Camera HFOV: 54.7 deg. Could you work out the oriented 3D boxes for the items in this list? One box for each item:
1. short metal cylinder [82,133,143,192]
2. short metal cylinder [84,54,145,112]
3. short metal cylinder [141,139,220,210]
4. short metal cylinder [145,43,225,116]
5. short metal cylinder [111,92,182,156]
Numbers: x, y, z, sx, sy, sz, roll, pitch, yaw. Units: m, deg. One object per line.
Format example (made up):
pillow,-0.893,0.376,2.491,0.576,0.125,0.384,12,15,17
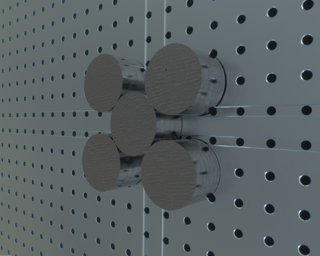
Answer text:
short metal cylinder,-0.066,0.047,0.444,0.080,0.050,0.079,0,90,39
short metal cylinder,-0.063,-0.061,0.442,0.080,0.050,0.079,0,90,39
short metal cylinder,0.024,0.053,0.371,0.080,0.050,0.079,0,90,39
short metal cylinder,0.029,-0.054,0.365,0.080,0.050,0.079,0,90,39
short metal cylinder,-0.019,-0.005,0.406,0.080,0.050,0.079,0,90,39
